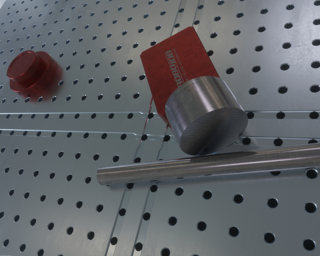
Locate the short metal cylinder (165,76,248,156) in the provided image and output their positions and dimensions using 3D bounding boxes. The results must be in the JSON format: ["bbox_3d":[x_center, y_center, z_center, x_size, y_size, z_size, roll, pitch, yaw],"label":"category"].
[{"bbox_3d":[0.052,-0.012,0.354,0.080,0.080,0.050,-29,52,9],"label":"short metal cylinder"}]

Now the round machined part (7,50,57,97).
[{"bbox_3d":[-0.254,-0.111,0.599,0.098,0.042,0.098,-13,56,21],"label":"round machined part"}]

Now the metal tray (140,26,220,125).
[{"bbox_3d":[0.029,-0.076,0.437,0.090,0.030,0.130,-26,53,12],"label":"metal tray"}]

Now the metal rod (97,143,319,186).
[{"bbox_3d":[0.061,0.042,0.350,0.301,0.025,0.025,-9,58,23],"label":"metal rod"}]
